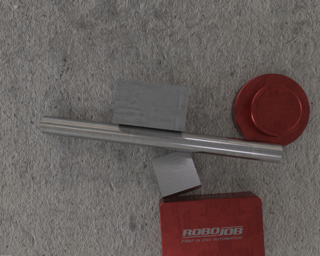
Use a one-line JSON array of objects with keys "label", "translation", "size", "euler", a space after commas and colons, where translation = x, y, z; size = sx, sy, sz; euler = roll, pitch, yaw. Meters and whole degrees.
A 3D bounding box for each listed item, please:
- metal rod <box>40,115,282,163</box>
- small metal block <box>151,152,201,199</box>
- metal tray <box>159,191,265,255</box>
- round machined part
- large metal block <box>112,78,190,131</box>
[{"label": "metal rod", "translation": [-0.003, 0.013, 0.394], "size": [0.302, 0.025, 0.025], "euler": [7, 90, 6]}, {"label": "small metal block", "translation": [0.021, 0.060, 0.402], "size": [0.050, 0.025, 0.050], "euler": [-18, 68, 0]}, {"label": "metal tray", "translation": [0.067, 0.135, 0.408], "size": [0.131, 0.030, 0.089], "euler": [-4, 90, 0]}, {"label": "round machined part", "translation": [0.147, -0.023, 0.403], "size": [0.099, 0.042, 0.097], "euler": [0, 90, 0]}, {"label": "large metal block", "translation": [-0.010, -0.026, 0.382], "size": [0.080, 0.080, 0.050], "euler": [7, 90, 0]}]
